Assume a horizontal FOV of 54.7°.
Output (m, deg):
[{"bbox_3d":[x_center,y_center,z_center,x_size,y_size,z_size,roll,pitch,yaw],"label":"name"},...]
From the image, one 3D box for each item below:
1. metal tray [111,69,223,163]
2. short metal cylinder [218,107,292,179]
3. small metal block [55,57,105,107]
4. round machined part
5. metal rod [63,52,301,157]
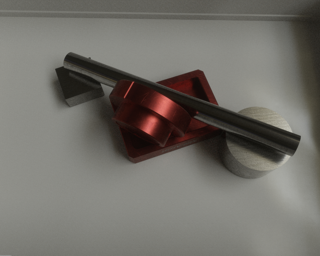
[{"bbox_3d":[0.010,-0.017,0.411,0.131,0.030,0.090,-18,71,-7],"label":"metal tray"},{"bbox_3d":[0.118,0.020,0.389,0.081,0.050,0.080,0,70,0],"label":"short metal cylinder"},{"bbox_3d":[-0.111,-0.064,0.430,0.050,0.025,0.050,-21,72,-8],"label":"small metal block"},{"bbox_3d":[-0.016,-0.012,0.360,0.098,0.098,0.042,26,80,9],"label":"round machined part"},{"bbox_3d":[0.015,-0.035,0.377,0.301,0.025,0.025,22,71,14],"label":"metal rod"}]
